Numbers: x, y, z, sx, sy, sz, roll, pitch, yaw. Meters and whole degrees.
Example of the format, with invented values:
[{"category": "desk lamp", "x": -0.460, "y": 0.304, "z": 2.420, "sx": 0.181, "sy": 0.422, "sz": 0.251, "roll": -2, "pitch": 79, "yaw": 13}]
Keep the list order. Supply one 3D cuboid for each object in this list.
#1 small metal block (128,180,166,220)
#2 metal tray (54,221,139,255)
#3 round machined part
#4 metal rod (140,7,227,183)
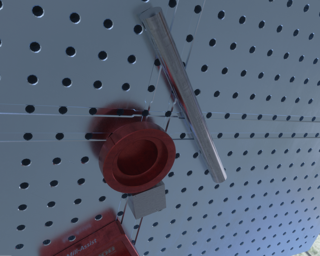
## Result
[{"category": "small metal block", "x": -0.020, "y": 0.104, "z": 0.466, "sx": 0.050, "sy": 0.025, "sz": 0.050, "roll": -17, "pitch": 126, "yaw": -19}, {"category": "metal tray", "x": -0.103, "y": 0.211, "z": 0.483, "sx": 0.131, "sy": 0.030, "sz": 0.090, "roll": -28, "pitch": 128, "yaw": -11}, {"category": "round machined part", "x": -0.032, "y": 0.034, "z": 0.405, "sx": 0.099, "sy": 0.042, "sz": 0.097, "roll": -14, "pitch": 125, "yaw": -21}, {"category": "metal rod", "x": 0.045, "y": -0.020, "z": 0.424, "sx": 0.025, "sy": 0.025, "sz": 0.299, "roll": -34, "pitch": 129, "yaw": -7}]
